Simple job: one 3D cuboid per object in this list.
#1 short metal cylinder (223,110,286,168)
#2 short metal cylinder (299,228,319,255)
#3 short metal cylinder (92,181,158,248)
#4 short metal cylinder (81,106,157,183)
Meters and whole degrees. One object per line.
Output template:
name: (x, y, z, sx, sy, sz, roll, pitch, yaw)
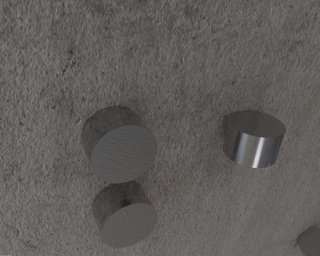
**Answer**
short metal cylinder: (0.136, 0.014, 0.454, 0.081, 0.080, 0.050, -10, 123, -24)
short metal cylinder: (0.391, 0.297, 0.768, 0.080, 0.080, 0.050, -35, 129, -5)
short metal cylinder: (-0.050, 0.121, 0.438, 0.081, 0.050, 0.079, -14, 124, -21)
short metal cylinder: (-0.050, 0.020, 0.375, 0.081, 0.050, 0.079, -14, 124, -21)
